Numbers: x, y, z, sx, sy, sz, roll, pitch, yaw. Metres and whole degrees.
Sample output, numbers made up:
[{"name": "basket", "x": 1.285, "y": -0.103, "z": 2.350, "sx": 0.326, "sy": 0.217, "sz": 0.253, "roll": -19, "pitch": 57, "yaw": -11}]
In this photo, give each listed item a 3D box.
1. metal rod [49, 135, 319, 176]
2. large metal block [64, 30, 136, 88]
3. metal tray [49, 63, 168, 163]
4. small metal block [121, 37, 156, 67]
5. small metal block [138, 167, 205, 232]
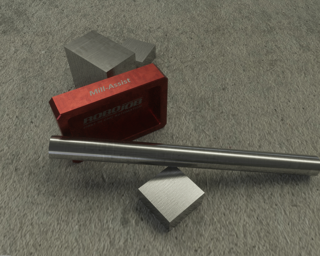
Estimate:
[{"name": "metal rod", "x": 0.034, "y": 0.032, "z": 0.348, "sx": 0.302, "sy": 0.025, "sz": 0.025, "roll": 5, "pitch": 50, "yaw": -8}, {"name": "large metal block", "x": -0.079, "y": -0.076, "z": 0.430, "sx": 0.080, "sy": 0.080, "sz": 0.050, "roll": 33, "pitch": 57, "yaw": 24}, {"name": "metal tray", "x": -0.055, "y": -0.017, "z": 0.374, "sx": 0.131, "sy": 0.089, "sz": 0.030, "roll": -23, "pitch": 54, "yaw": -18}, {"name": "small metal block", "x": -0.040, "y": -0.117, "z": 0.501, "sx": 0.050, "sy": 0.025, "sz": 0.050, "roll": 18, "pitch": 52, "yaw": 14}, {"name": "small metal block", "x": 0.012, "y": 0.075, "z": 0.340, "sx": 0.050, "sy": 0.025, "sz": 0.050, "roll": -34, "pitch": 58, "yaw": -25}]
